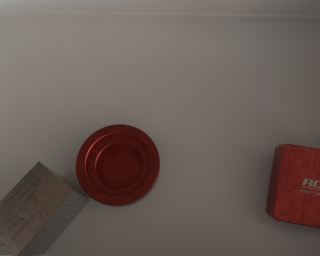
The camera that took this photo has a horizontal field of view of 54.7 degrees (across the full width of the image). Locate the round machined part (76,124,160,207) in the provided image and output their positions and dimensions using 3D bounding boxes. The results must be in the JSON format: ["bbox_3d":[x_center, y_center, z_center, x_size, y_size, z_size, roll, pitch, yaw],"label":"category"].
[{"bbox_3d":[-0.049,0.048,0.382,0.099,0.042,0.098,0,70,-1],"label":"round machined part"}]

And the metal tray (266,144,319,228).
[{"bbox_3d":[0.202,0.074,0.370,0.131,0.030,0.090,10,86,3],"label":"metal tray"}]

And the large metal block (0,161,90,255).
[{"bbox_3d":[-0.132,0.092,0.345,0.050,0.080,0.080,36,74,12],"label":"large metal block"}]
